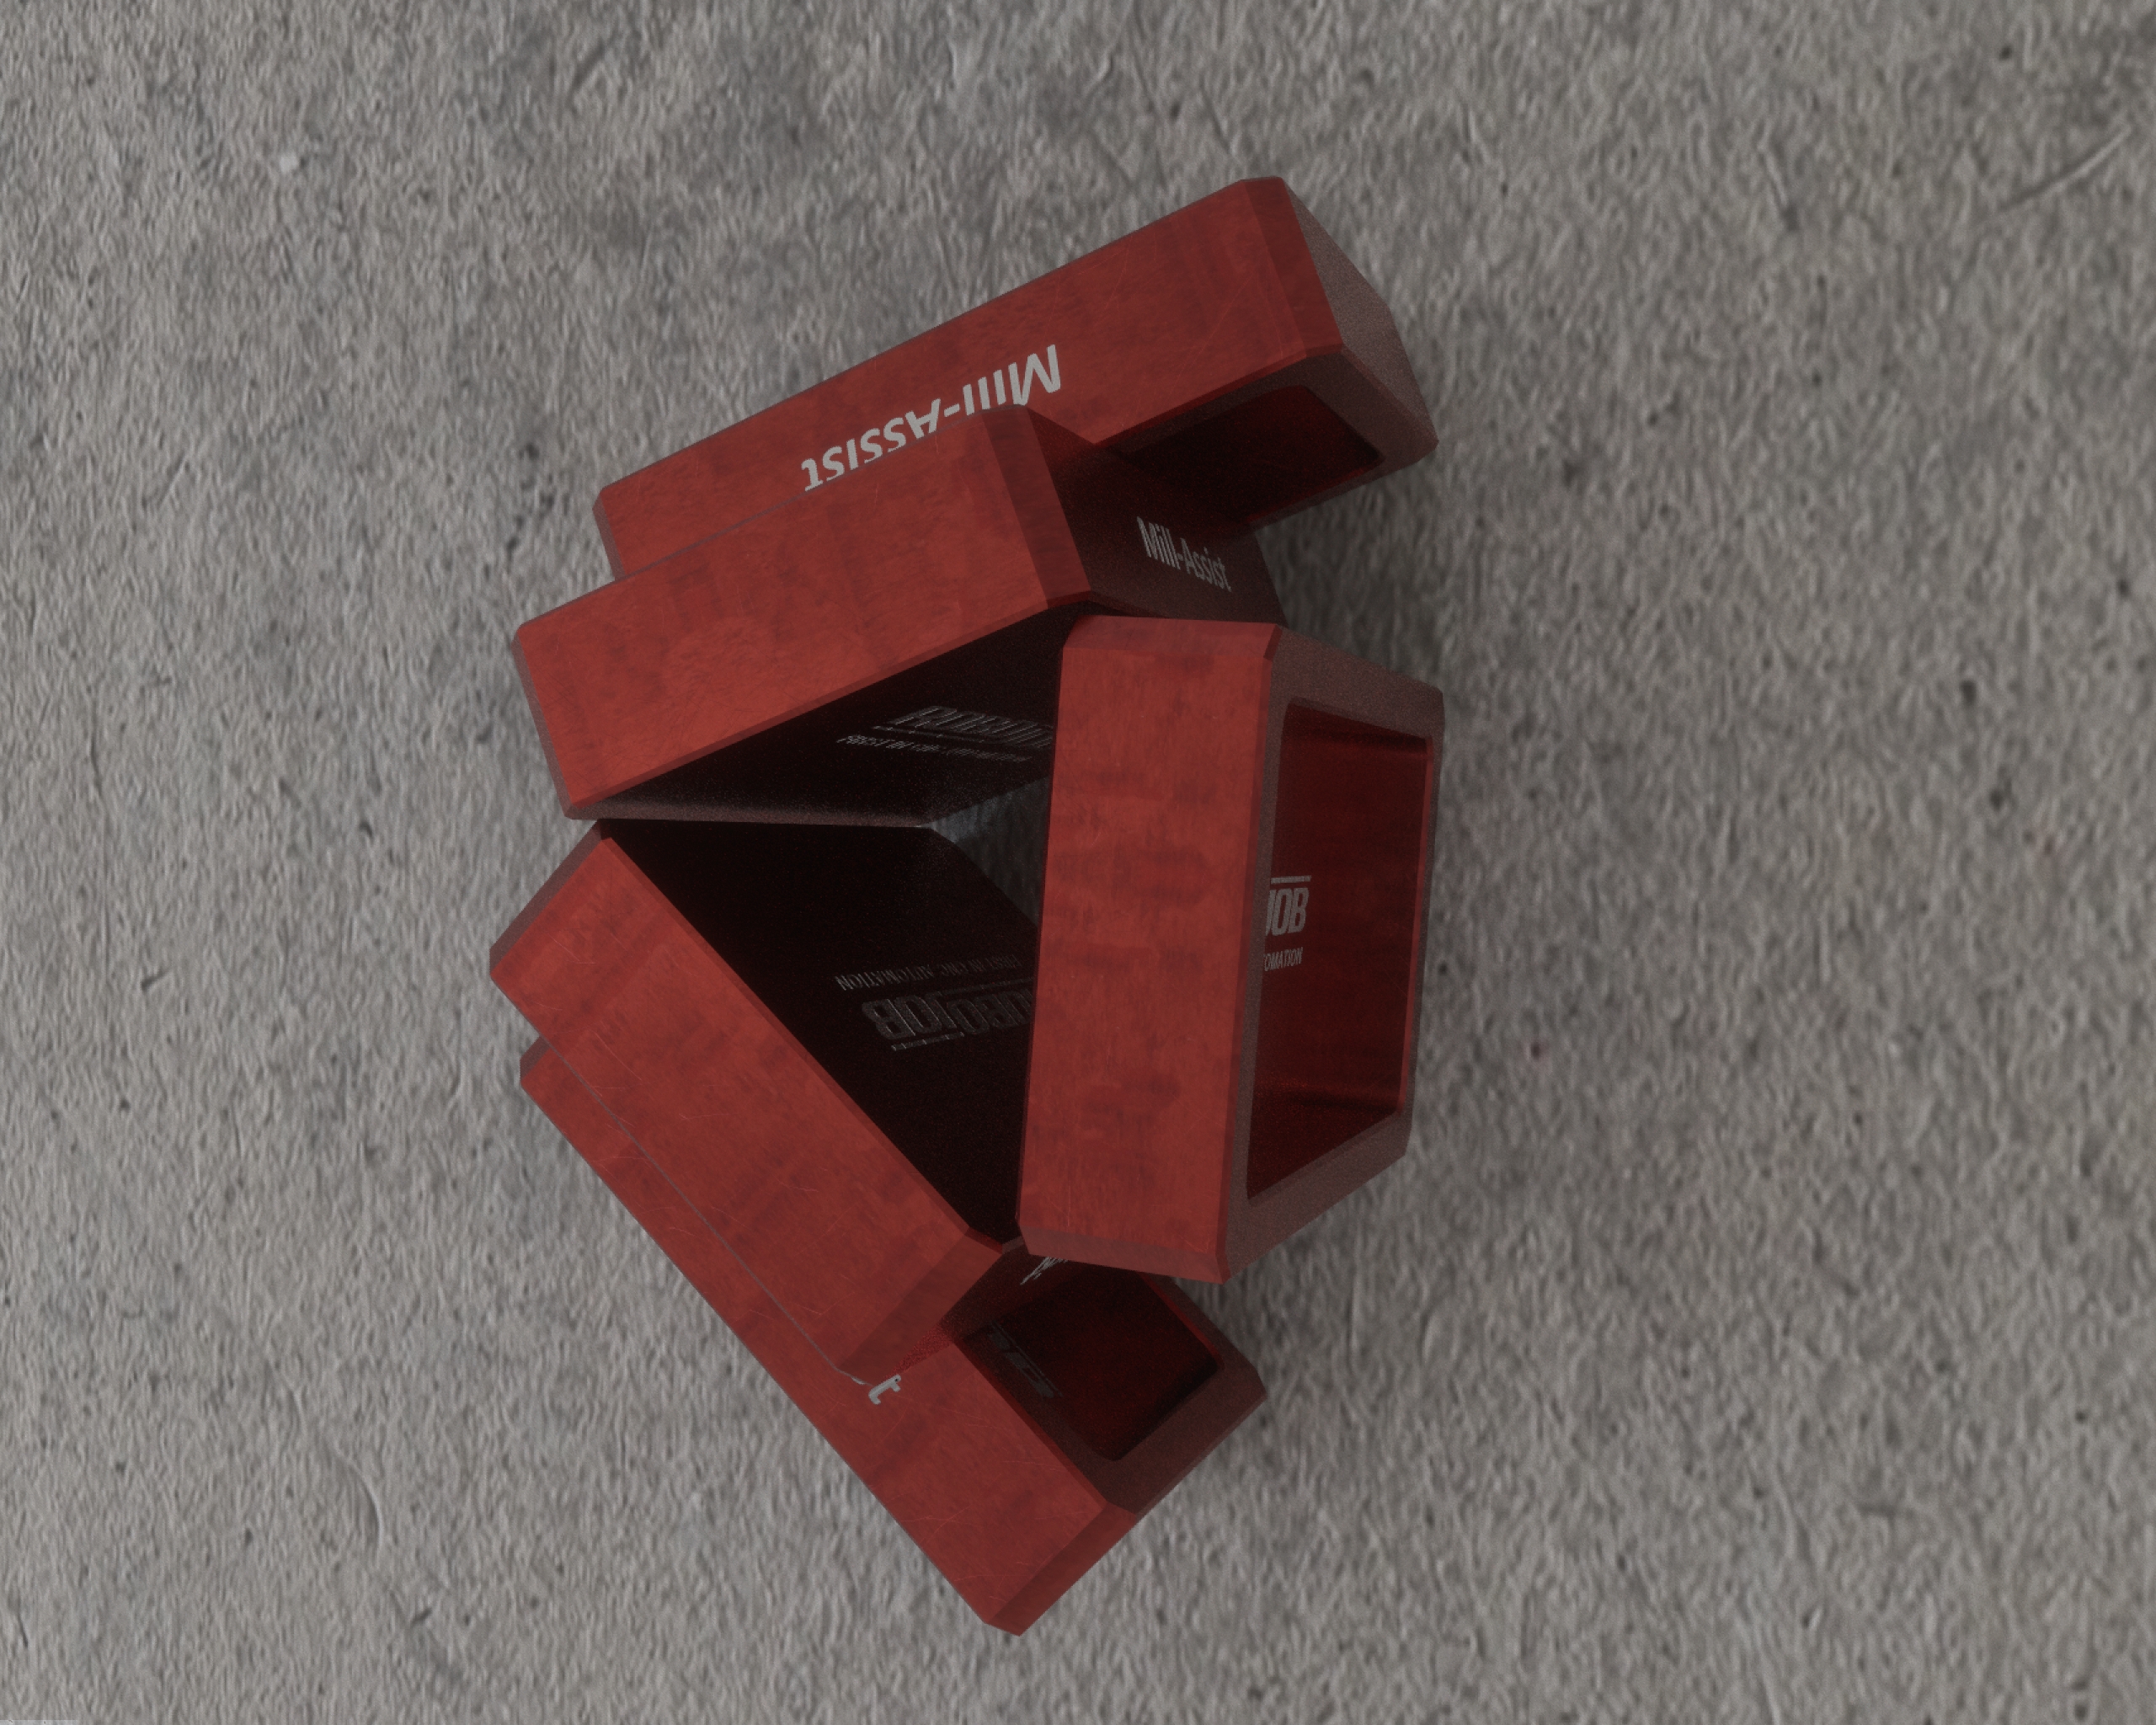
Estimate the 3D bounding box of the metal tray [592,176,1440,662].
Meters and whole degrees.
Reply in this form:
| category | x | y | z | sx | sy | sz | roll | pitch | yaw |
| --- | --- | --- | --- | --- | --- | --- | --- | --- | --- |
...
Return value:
| category | x | y | z | sx | sy | sz | roll | pitch | yaw |
| --- | --- | --- | --- | --- | --- | --- | --- | --- | --- |
| metal tray | -0.008 | -0.070 | 0.377 | 0.130 | 0.090 | 0.030 | -21 | 83 | 18 |

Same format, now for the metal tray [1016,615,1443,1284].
| category | x | y | z | sx | sy | sz | roll | pitch | yaw |
| --- | --- | --- | --- | --- | --- | --- | --- | --- | --- |
| metal tray | 0.031 | 0.011 | 0.342 | 0.030 | 0.130 | 0.089 | 5 | 92 | 20 |

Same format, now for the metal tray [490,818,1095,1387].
| category | x | y | z | sx | sy | sz | roll | pitch | yaw |
| --- | --- | --- | --- | --- | --- | --- | --- | --- | --- |
| metal tray | -0.030 | 0.034 | 0.364 | 0.090 | 0.130 | 0.030 | 45 | 104 | 14 |

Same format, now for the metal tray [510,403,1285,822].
| category | x | y | z | sx | sy | sz | roll | pitch | yaw |
| --- | --- | --- | --- | --- | --- | --- | --- | --- | --- |
| metal tray | -0.022 | -0.036 | 0.361 | 0.090 | 0.130 | 0.030 | -21 | 83 | 19 |

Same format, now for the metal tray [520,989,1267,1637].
| category | x | y | z | sx | sy | sz | roll | pitch | yaw |
| --- | --- | --- | --- | --- | --- | --- | --- | --- | --- |
| metal tray | -0.031 | 0.069 | 0.385 | 0.130 | 0.090 | 0.030 | 45 | 104 | 14 |
